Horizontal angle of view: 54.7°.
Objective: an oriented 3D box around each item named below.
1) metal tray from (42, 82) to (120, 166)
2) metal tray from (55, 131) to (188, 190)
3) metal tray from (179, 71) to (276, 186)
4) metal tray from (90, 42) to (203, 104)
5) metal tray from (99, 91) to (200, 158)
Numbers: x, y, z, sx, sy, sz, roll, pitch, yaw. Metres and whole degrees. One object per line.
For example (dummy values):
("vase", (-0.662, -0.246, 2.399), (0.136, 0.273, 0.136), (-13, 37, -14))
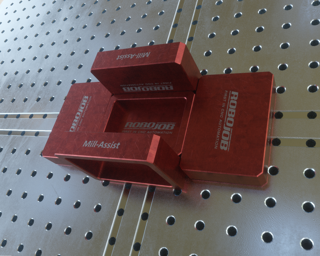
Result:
("metal tray", (-0.113, -0.008, 0.467), (0.090, 0.030, 0.130), (1, 62, 28))
("metal tray", (-0.044, 0.038, 0.363), (0.130, 0.090, 0.030), (1, 63, 28))
("metal tray", (0.081, -0.003, 0.361), (0.090, 0.030, 0.130), (2, 62, 27))
("metal tray", (-0.014, -0.067, 0.414), (0.130, 0.090, 0.030), (1, 63, 28))
("metal tray", (-0.017, -0.001, 0.410), (0.130, 0.030, 0.090), (1, 62, 28))
